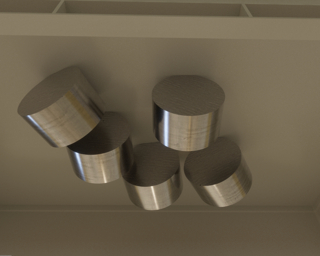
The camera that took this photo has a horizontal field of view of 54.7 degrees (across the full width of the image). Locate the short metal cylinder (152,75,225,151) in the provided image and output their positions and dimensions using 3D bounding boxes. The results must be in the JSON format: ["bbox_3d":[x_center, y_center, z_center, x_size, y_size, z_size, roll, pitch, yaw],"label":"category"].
[{"bbox_3d":[0.031,-0.019,0.357,0.081,0.080,0.050,0,130,0],"label":"short metal cylinder"}]

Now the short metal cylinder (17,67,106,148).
[{"bbox_3d":[-0.110,-0.024,0.351,0.080,0.080,0.050,-20,127,16],"label":"short metal cylinder"}]

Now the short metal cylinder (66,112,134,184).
[{"bbox_3d":[-0.075,0.023,0.392,0.081,0.080,0.050,-1,130,1],"label":"short metal cylinder"}]

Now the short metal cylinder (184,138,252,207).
[{"bbox_3d":[0.080,0.060,0.426,0.080,0.080,0.050,-21,127,16],"label":"short metal cylinder"}]

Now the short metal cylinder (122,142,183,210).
[{"bbox_3d":[-0.010,0.065,0.429,0.080,0.080,0.050,-6,130,5],"label":"short metal cylinder"}]
